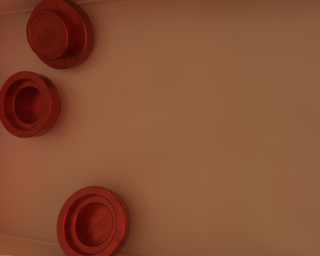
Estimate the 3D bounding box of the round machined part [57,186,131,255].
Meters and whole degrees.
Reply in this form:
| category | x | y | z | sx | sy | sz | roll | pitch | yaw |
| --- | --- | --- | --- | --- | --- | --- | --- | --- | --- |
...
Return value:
| category | x | y | z | sx | sy | sz | roll | pitch | yaw |
| --- | --- | --- | --- | --- | --- | --- | --- | --- | --- |
| round machined part | -0.086 | 0.131 | 0.422 | 0.098 | 0.042 | 0.098 | -5 | 70 | 15 |

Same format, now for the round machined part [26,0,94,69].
| category | x | y | z | sx | sy | sz | roll | pitch | yaw |
| --- | --- | --- | --- | --- | --- | --- | --- | --- | --- |
| round machined part | -0.148 | -0.132 | 0.440 | 0.098 | 0.042 | 0.097 | 6 | 109 | 18 |

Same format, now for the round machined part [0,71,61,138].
| category | x | y | z | sx | sy | sz | roll | pitch | yaw |
| --- | --- | --- | --- | --- | --- | --- | --- | --- | --- |
| round machined part | -0.191 | -0.034 | 0.469 | 0.098 | 0.042 | 0.097 | 0 | 90 | 20 |
